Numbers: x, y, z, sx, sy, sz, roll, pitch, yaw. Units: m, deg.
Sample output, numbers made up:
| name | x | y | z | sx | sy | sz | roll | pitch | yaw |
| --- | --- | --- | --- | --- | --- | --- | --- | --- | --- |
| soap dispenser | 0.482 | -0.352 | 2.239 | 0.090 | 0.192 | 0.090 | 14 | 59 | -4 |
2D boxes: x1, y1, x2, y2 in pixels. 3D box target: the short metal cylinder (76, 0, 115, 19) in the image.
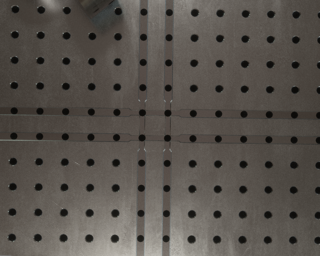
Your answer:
| name | x | y | z | sx | sy | sz | roll | pitch | yaw |
| --- | --- | --- | --- | --- | --- | --- | --- | --- | --- |
| short metal cylinder | -0.092 | -0.185 | 0.385 | 0.050 | 0.080 | 0.080 | -39 | 91 | 0 |
